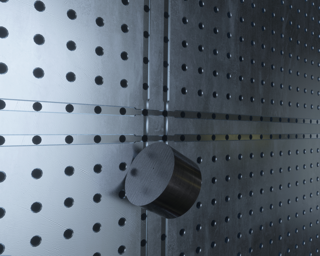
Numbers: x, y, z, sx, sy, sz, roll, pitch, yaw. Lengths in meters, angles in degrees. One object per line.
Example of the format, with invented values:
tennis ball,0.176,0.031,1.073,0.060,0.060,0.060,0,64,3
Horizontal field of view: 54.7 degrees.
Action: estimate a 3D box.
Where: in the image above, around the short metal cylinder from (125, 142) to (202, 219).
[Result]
short metal cylinder,0.003,0.064,0.378,0.050,0.080,0.080,35,68,-35
